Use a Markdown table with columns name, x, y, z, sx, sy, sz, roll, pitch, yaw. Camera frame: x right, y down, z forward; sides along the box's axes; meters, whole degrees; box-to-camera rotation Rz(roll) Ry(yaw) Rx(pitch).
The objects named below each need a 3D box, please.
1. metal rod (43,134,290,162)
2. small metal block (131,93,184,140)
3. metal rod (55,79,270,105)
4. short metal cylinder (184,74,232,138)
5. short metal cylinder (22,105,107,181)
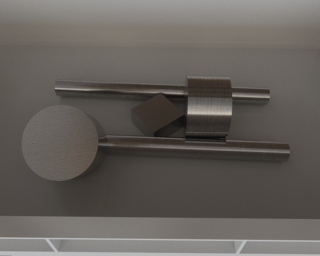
| name | x | y | z | sx | sy | sz | roll | pitch | yaw |
| --- | --- | --- | --- | --- | --- | --- | --- | --- | --- |
| metal rod | 0.004 | 0.023 | 0.383 | 0.302 | 0.025 | 0.025 | 2 | 50 | 1 |
| small metal block | -0.003 | -0.013 | 0.414 | 0.050 | 0.025 | 0.050 | -31 | 57 | -24 |
| metal rod | 0.003 | -0.052 | 0.446 | 0.302 | 0.025 | 0.025 | 3 | 50 | 1 |
| short metal cylinder | 0.057 | -0.027 | 0.391 | 0.050 | 0.080 | 0.080 | 1 | 50 | 1 |
| short metal cylinder | -0.104 | 0.018 | 0.348 | 0.081 | 0.050 | 0.080 | 0 | 84 | 1 |
